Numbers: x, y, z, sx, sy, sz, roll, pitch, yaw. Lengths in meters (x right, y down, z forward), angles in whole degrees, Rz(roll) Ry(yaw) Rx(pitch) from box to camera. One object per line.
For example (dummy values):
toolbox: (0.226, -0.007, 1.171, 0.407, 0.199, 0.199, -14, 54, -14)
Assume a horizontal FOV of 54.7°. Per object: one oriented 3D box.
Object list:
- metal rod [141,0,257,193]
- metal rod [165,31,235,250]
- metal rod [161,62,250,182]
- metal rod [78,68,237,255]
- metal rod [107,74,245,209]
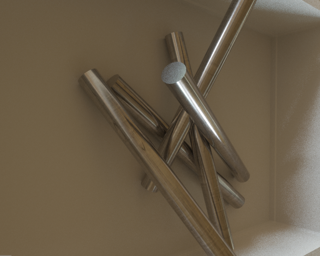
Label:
metal rod: (0.052, -0.056, 0.371, 0.025, 0.025, 0.298, 18, 103, -39)
metal rod: (0.054, 0.018, 0.421, 0.025, 0.025, 0.298, -13, 89, -39)
metal rod: (0.076, 0.015, 0.407, 0.300, 0.025, 0.025, 46, 61, -52)
metal rod: (0.010, 0.062, 0.337, 0.025, 0.025, 0.299, -36, 88, -34)
metal rod: (0.037, 0.035, 0.436, 0.300, 0.025, 0.025, 43, 64, -31)
